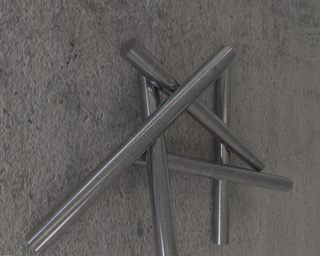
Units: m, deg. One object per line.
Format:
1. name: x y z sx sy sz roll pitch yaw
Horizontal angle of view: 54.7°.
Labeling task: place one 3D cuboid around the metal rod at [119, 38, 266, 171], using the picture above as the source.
1. metal rod: 0.063 -0.013 0.421 0.301 0.025 0.025 37 67 -35

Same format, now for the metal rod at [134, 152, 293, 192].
1. metal rod: 0.089 0.064 0.450 0.302 0.025 0.025 14 81 -30

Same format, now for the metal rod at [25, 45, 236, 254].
1. metal rod: -0.020 0.011 0.341 0.301 0.025 0.025 -45 118 -15

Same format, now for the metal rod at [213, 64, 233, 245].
1. metal rod: 0.099 0.030 0.487 0.025 0.025 0.298 2 89 -40

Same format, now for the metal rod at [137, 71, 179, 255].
1. metal rod: 0.000 0.070 0.354 0.025 0.025 0.299 6 71 -40
